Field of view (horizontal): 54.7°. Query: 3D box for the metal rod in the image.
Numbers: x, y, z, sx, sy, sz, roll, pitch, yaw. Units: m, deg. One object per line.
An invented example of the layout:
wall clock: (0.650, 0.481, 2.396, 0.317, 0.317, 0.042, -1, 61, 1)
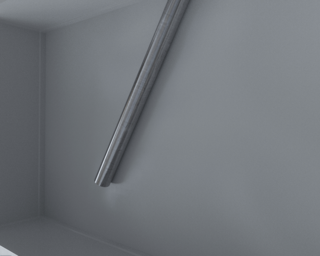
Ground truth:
metal rod: (-0.030, -0.045, 0.429, 0.025, 0.025, 0.298, 38, 113, 33)
